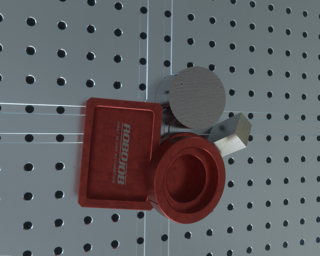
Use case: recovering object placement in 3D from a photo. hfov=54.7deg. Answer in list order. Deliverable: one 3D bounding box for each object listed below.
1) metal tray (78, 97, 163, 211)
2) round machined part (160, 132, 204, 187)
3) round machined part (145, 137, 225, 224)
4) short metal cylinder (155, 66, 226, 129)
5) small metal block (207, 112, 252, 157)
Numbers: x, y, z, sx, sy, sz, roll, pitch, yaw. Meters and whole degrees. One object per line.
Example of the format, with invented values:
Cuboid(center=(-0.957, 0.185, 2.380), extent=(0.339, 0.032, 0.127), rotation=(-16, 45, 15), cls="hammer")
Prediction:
Cuboid(center=(-0.048, 0.032, 0.381), extent=(0.091, 0.030, 0.129), rotation=(5, 88, -6), cls="metal tray")
Cuboid(center=(0.035, 0.054, 0.416), extent=(0.099, 0.042, 0.097), rotation=(0, 90, -21), cls="round machined part")
Cuboid(center=(0.026, 0.058, 0.363), extent=(0.099, 0.042, 0.097), rotation=(-1, 93, -31), cls="round machined part")
Cuboid(center=(0.040, -0.038, 0.415), extent=(0.081, 0.050, 0.079), rotation=(0, 90, -21), cls="short metal cylinder")
Cuboid(center=(0.094, 0.011, 0.425), extent=(0.025, 0.050, 0.050), rotation=(49, 40, -14), cls="small metal block")
